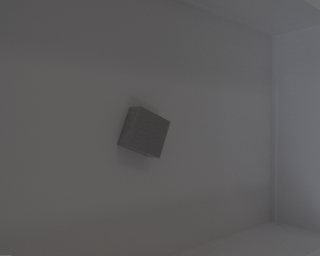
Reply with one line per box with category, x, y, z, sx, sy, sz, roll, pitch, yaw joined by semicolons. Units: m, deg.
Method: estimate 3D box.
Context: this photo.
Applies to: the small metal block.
small metal block;-0.019;0.006;0.389;0.050;0.025;0.050;27;73;-37
